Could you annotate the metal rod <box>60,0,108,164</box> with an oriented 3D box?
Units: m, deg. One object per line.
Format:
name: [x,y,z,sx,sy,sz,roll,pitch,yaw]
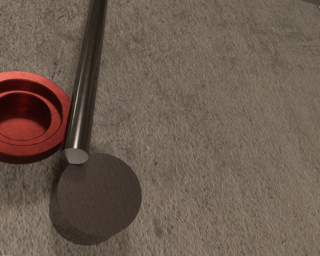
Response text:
metal rod: [-0.085,-0.087,0.380,0.025,0.025,0.300,15,46,-20]

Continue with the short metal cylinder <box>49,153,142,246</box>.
short metal cylinder: [-0.065,0.072,0.310,0.081,0.050,0.080,14,56,-21]

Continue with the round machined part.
round machined part: [-0.144,-0.007,0.320,0.099,0.042,0.098,14,56,-21]
